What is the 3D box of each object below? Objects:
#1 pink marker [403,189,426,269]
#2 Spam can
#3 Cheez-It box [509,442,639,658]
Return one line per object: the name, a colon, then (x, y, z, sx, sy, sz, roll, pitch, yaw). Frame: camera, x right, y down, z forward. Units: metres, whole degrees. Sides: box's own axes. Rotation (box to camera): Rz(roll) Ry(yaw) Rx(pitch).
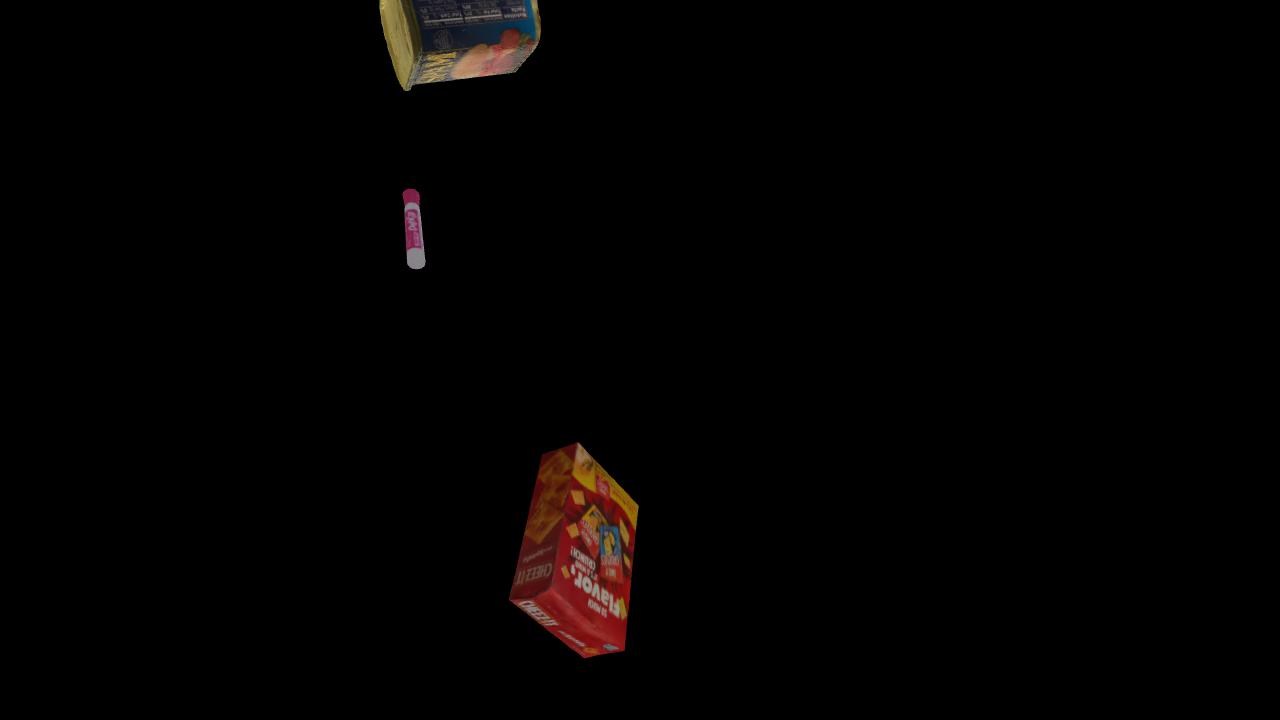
pink marker: (-0.255, -0.151, 0.693, 0.020, 0.121, 0.020, -12, -35, -9)
Spam can: (-0.122, -0.225, 0.413, 0.085, 0.058, 0.101, -19, 16, -21)
Cheez-It box: (-0.076, 0.246, 0.811, 0.071, 0.166, 0.223, -22, 36, 22)
